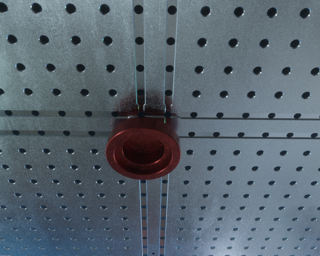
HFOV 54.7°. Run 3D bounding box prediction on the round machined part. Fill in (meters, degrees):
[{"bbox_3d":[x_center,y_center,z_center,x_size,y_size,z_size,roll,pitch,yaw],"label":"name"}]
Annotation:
[{"bbox_3d":[-0.022,0.023,0.420,0.099,0.042,0.097,-1,130,0],"label":"round machined part"}]
